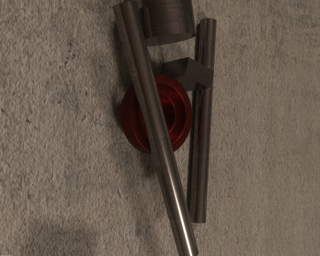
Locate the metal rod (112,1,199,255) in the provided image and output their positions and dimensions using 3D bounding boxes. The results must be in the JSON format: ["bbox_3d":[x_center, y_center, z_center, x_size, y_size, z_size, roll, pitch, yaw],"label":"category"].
[{"bbox_3d":[-0.001,0.014,0.351,0.025,0.025,0.298,-24,106,-38],"label":"metal rod"}]

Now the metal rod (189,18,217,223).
[{"bbox_3d":[0.064,-0.012,0.460,0.025,0.025,0.298,6,86,-40],"label":"metal rod"}]

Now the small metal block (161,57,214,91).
[{"bbox_3d":[0.036,-0.071,0.421,0.050,0.050,0.025,18,79,-39],"label":"small metal block"}]

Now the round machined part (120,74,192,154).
[{"bbox_3d":[-0.009,-0.016,0.388,0.099,0.042,0.097,0,90,-40],"label":"round machined part"}]

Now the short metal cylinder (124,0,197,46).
[{"bbox_3d":[0.000,-0.130,0.371,0.081,0.080,0.050,-15,100,-39],"label":"short metal cylinder"}]
